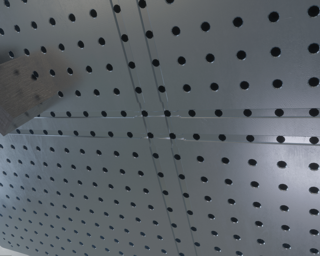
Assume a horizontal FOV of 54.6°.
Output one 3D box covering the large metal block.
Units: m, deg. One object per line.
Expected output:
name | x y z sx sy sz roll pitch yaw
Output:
large metal block | -0.225 -0.048 0.466 0.080 0.080 0.050 46 129 -4
